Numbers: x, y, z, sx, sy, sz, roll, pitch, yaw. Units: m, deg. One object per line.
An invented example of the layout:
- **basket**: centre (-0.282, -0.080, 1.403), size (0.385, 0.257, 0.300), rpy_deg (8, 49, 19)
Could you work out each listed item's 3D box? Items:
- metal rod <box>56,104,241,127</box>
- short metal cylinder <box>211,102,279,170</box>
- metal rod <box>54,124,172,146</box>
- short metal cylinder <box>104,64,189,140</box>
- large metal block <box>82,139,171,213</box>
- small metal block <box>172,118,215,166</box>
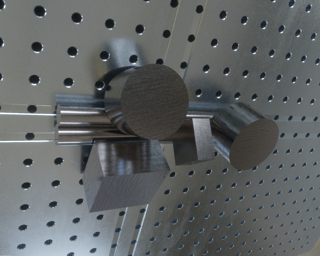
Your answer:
- **metal rod**: centre (0.022, -0.013, 0.411), size (0.303, 0.025, 0.025), rpy_deg (0, 118, -29)
- **short metal cylinder**: centre (0.114, 0.011, 0.428), size (0.081, 0.050, 0.079), rpy_deg (-14, 124, -21)
- **metal rod**: centre (0.016, 0.009, 0.421), size (0.303, 0.025, 0.025), rpy_deg (0, 118, -29)
- **short metal cylinder**: centre (-0.015, -0.029, 0.346), size (0.081, 0.050, 0.079), rpy_deg (-3, 96, -29)
- **large metal block**: centre (-0.045, 0.058, 0.384), size (0.081, 0.050, 0.079), rpy_deg (-1, 139, -28)
- **small metal block**: centre (0.040, 0.019, 0.388), size (0.025, 0.050, 0.050), rpy_deg (1, 76, -29)
